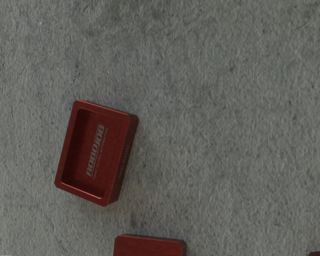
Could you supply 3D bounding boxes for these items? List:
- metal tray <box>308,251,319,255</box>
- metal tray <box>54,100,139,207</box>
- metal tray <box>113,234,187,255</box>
[{"bbox_3d":[0.223,0.195,0.327,0.090,0.030,0.129,-17,84,18],"label":"metal tray"},{"bbox_3d":[-0.090,0.033,0.436,0.090,0.030,0.129,17,95,18],"label":"metal tray"},{"bbox_3d":[-0.017,0.207,0.392,0.090,0.030,0.129,1,76,16],"label":"metal tray"}]
